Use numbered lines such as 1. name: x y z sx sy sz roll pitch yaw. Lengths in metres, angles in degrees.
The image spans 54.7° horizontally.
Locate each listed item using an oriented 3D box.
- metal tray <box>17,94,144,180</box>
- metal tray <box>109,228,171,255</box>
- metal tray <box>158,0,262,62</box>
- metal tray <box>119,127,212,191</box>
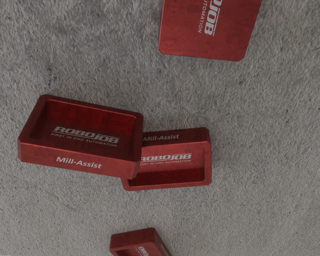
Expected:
1. metal tray: -0.088 0.009 0.370 0.131 0.090 0.030 11 129 -10
2. metal tray: -0.034 0.252 0.618 0.090 0.030 0.130 -14 129 11
3. metal tray: 0.050 -0.131 0.293 0.091 0.030 0.129 5 130 -4
4. metal tray: 0.006 0.047 0.443 0.131 0.030 0.089 -5 130 4
